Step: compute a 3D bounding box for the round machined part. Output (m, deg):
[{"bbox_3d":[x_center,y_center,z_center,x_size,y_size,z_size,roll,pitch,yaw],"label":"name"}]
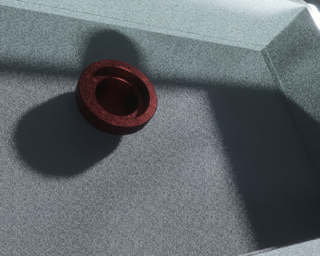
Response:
[{"bbox_3d":[-0.056,-0.034,0.386,0.099,0.042,0.098,14,56,-21],"label":"round machined part"}]
